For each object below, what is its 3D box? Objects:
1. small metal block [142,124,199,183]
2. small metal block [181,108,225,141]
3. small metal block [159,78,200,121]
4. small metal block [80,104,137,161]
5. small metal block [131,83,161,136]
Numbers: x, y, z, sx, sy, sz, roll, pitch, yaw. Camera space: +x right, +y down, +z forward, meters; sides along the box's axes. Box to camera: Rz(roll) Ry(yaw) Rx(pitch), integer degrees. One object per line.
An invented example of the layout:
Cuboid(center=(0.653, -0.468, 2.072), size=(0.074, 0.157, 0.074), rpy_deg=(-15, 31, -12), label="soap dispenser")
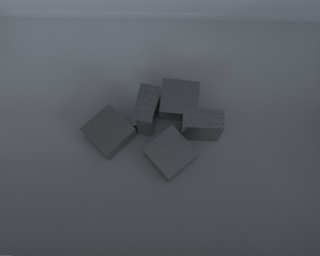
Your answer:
Cuboid(center=(0.013, 0.033, 0.395), size=(0.050, 0.025, 0.050), rpy_deg=(-39, 75, -13), label="small metal block")
Cuboid(center=(0.052, -0.003, 0.396), size=(0.050, 0.050, 0.025), rpy_deg=(3, 70, 1), label="small metal block")
Cuboid(center=(0.026, -0.038, 0.422), size=(0.050, 0.025, 0.050), rpy_deg=(6, 70, 2), label="small metal block")
Cuboid(center=(-0.067, 0.005, 0.405), size=(0.050, 0.025, 0.050), rpy_deg=(-43, 76, -14), label="small metal block")
Cuboid(center=(-0.017, -0.023, 0.402), size=(0.025, 0.050, 0.050), rpy_deg=(12, 71, 4), label="small metal block")
